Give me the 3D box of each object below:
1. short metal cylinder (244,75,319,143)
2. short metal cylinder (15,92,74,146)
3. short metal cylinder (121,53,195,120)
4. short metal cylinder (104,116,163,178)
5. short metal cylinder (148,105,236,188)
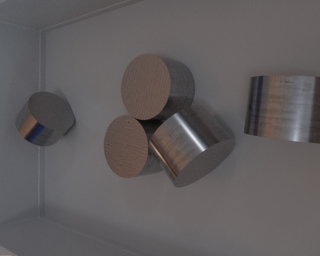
[{"bbox_3d":[0.118,-0.016,0.273,0.080,0.081,0.050,8,95,39],"label":"short metal cylinder"},{"bbox_3d":[-0.196,-0.015,0.529,0.050,0.081,0.080,-41,66,32],"label":"short metal cylinder"},{"bbox_3d":[-0.003,-0.050,0.391,0.080,0.050,0.079,0,90,39],"label":"short metal cylinder"},{"bbox_3d":[-0.029,0.024,0.412,0.080,0.050,0.079,0,90,39],"label":"short metal cylinder"},{"bbox_3d":[0.035,0.021,0.341,0.080,0.081,0.050,-51,60,27],"label":"short metal cylinder"}]
